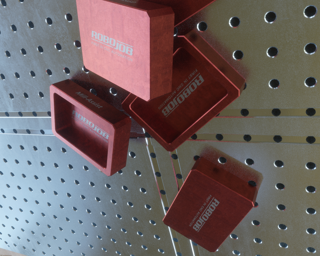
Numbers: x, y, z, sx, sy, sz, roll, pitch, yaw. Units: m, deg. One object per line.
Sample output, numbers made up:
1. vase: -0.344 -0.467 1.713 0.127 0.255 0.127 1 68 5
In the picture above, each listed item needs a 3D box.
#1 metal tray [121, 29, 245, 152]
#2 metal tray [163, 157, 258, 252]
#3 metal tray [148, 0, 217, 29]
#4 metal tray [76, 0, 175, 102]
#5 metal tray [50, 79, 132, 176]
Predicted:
1. metal tray: 0.023 -0.039 0.370 0.090 0.030 0.129 44 129 -3
2. metal tray: 0.067 0.113 0.442 0.090 0.030 0.129 29 128 9
3. metal tray: 0.007 -0.171 0.298 0.090 0.030 0.130 -23 106 36
4. metal tray: -0.041 -0.093 0.338 0.130 0.030 0.089 31 133 38
5. metal tray: -0.101 -0.002 0.437 0.130 0.030 0.089 31 130 26
